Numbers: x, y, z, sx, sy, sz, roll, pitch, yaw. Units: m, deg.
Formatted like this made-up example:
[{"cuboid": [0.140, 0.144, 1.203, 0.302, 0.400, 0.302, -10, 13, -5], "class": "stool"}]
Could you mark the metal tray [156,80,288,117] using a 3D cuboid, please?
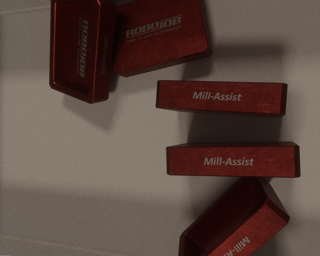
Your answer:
[{"cuboid": [0.071, -0.032, 0.350, 0.130, 0.090, 0.030, 4, 92, 19], "class": "metal tray"}]

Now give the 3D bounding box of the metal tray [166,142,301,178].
[{"cuboid": [0.082, 0.033, 0.346, 0.130, 0.090, 0.030, -2, 90, 19], "class": "metal tray"}]

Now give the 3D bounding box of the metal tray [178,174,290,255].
[{"cuboid": [0.075, 0.113, 0.346, 0.030, 0.090, 0.130, 42, 103, -4], "class": "metal tray"}]

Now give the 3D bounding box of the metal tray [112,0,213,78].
[{"cuboid": [-0.004, -0.126, 0.409, 0.130, 0.030, 0.089, -10, 87, 19], "class": "metal tray"}]

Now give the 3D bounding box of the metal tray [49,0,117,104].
[{"cuboid": [-0.107, -0.107, 0.416, 0.090, 0.030, 0.129, 21, 114, 29], "class": "metal tray"}]
